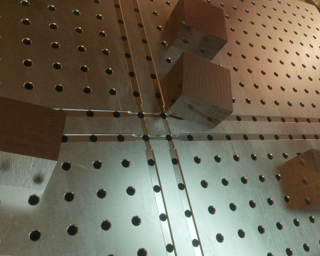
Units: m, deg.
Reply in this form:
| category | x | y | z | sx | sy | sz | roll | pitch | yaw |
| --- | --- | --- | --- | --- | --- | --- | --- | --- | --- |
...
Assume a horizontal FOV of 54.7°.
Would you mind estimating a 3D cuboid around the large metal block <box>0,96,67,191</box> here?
| category | x | y | z | sx | sy | sz | roll | pitch | yaw |
| --- | --- | --- | --- | --- | --- | --- | --- | --- | --- |
| large metal block | -0.139 | 0.016 | 0.289 | 0.081 | 0.080 | 0.050 | 14 | 56 | -21 |

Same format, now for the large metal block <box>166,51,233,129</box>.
| category | x | y | z | sx | sy | sz | roll | pitch | yaw |
| --- | --- | --- | --- | --- | --- | --- | --- | --- | --- |
| large metal block | 0.058 | -0.055 | 0.459 | 0.081 | 0.050 | 0.080 | 17 | 55 | -19 |

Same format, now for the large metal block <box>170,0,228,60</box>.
| category | x | y | z | sx | sy | sz | roll | pitch | yaw |
| --- | --- | --- | --- | --- | --- | --- | --- | --- | --- |
| large metal block | 0.065 | -0.174 | 0.536 | 0.081 | 0.050 | 0.080 | 14 | 56 | -21 |

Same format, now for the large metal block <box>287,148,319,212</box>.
| category | x | y | z | sx | sy | sz | roll | pitch | yaw |
| --- | --- | --- | --- | --- | --- | --- | --- | --- | --- |
| large metal block | 0.257 | 0.084 | 0.482 | 0.081 | 0.050 | 0.080 | 11 | 57 | -23 |
